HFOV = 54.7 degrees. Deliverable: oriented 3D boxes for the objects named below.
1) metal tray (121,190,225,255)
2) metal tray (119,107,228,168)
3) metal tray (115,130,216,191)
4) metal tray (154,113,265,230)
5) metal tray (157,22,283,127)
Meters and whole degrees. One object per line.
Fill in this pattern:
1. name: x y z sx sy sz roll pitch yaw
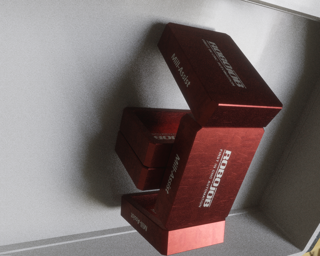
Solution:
1. metal tray: 0.012 0.120 0.418 0.091 0.130 0.030 0 97 -29
2. metal tray: 0.026 0.008 0.385 0.131 0.090 0.030 1 118 -29
3. metal tray: 0.018 0.036 0.398 0.131 0.090 0.030 1 118 -29
4. metal tray: 0.052 0.049 0.345 0.091 0.030 0.129 0 118 -30
5. metal tray: 0.060 -0.059 0.334 0.091 0.130 0.030 0 138 -29
